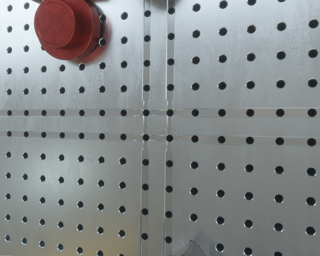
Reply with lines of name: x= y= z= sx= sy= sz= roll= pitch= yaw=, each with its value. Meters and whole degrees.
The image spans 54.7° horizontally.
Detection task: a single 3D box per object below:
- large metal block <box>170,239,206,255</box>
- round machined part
large metal block: x=0.032 y=0.203 z=0.388 sx=0.080 sy=0.050 sz=0.080 roll=-42 pitch=77 yaw=15
round machined part: x=-0.139 y=-0.147 z=0.445 sx=0.098 sy=0.042 sz=0.097 roll=4 pitch=101 yaw=19
